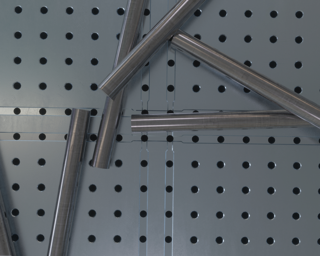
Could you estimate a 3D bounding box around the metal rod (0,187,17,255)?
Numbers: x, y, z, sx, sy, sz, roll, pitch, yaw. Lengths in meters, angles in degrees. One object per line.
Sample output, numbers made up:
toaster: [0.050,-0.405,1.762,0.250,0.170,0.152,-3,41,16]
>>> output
metal rod: [-0.220,0.110,0.412,0.025,0.025,0.299,-14,90,0]

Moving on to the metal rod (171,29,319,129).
metal rod: [0.149,-0.044,0.395,0.301,0.025,0.025,31,90,7]

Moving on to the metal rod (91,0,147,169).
metal rod: [-0.047,-0.094,0.412,0.025,0.025,0.299,13,90,0]

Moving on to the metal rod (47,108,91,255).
metal rod: [-0.129,0.123,0.412,0.025,0.025,0.299,10,90,0]

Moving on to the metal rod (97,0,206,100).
metal rod: [0.032,-0.154,0.399,0.025,0.025,0.300,42,84,0]

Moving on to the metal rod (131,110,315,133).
metal rod: [0.114,-0.010,0.414,0.302,0.025,0.025,-2,90,0]
